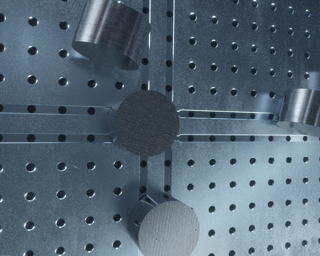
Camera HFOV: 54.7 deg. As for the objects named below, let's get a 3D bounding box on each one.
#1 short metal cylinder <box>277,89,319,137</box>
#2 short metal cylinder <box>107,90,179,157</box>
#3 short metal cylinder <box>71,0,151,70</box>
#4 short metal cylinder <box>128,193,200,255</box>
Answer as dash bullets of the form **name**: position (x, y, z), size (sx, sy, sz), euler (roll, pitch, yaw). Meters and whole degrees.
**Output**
- **short metal cylinder**: position (0.223, -0.021, 0.466), size (0.081, 0.080, 0.050), euler (19, 84, -19)
- **short metal cylinder**: position (-0.023, -0.006, 0.391), size (0.081, 0.050, 0.079), euler (0, 90, -20)
- **short metal cylinder**: position (-0.056, -0.106, 0.362), size (0.081, 0.080, 0.050), euler (18, 84, -19)
- **short metal cylinder**: position (0.004, 0.129, 0.401), size (0.081, 0.050, 0.079), euler (0, 90, -20)
